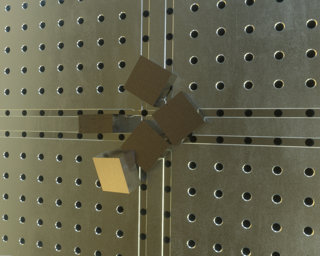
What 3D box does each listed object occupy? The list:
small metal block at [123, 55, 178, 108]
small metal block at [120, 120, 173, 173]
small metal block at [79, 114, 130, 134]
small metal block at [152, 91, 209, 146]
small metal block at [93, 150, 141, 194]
[{"bbox_3d":[-0.013,-0.062,0.416,0.050,0.025,0.050,33,100,16],"label":"small metal block"},{"bbox_3d":[-0.016,0.024,0.417,0.050,0.025,0.050,42,103,14],"label":"small metal block"},{"bbox_3d":[-0.075,-0.006,0.425,0.050,0.050,0.025,-1,90,19],"label":"small metal block"},{"bbox_3d":[0.026,-0.012,0.403,0.050,0.025,0.050,-39,78,15],"label":"small metal block"},{"bbox_3d":[-0.058,0.058,0.417,0.050,0.025,0.050,-4,107,37],"label":"small metal block"}]
